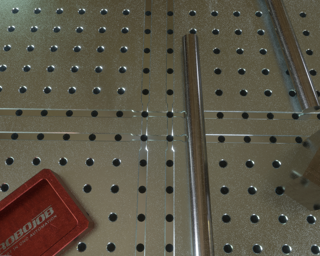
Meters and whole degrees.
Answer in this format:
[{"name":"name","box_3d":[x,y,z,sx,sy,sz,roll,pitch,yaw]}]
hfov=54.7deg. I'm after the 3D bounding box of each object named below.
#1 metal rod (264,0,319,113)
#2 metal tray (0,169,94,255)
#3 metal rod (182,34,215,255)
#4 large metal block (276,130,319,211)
[{"name":"metal rod","box_3d":[0.184,-0.164,0.472,0.025,0.025,0.299,-8,70,-3]},{"name":"metal tray","box_3d":[-0.157,0.122,0.363,0.130,0.030,0.090,-39,75,-13]},{"name":"metal rod","box_3d":[0.048,0.008,0.408,0.025,0.025,0.299,-1,70,-1]},{"name":"large metal block","box_3d":[0.193,0.047,0.367,0.050,0.080,0.080,35,74,11]}]
